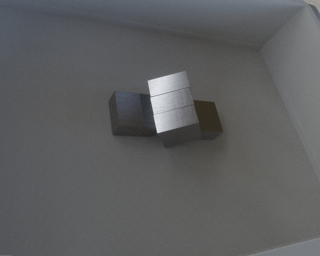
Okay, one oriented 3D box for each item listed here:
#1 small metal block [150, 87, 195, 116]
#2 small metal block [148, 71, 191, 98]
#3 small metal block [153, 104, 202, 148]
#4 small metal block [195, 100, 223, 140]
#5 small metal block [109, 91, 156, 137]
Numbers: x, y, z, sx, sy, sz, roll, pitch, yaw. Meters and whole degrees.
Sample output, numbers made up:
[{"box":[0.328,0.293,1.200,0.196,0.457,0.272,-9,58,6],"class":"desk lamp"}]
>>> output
[{"box":[0.019,-0.023,0.401,0.050,0.050,0.025,-15,64,5],"class":"small metal block"},{"box":[0.016,-0.046,0.412,0.050,0.050,0.025,-14,63,5],"class":"small metal block"},{"box":[0.024,-0.001,0.389,0.050,0.050,0.025,-15,64,5],"class":"small metal block"},{"box":[0.057,-0.012,0.444,0.050,0.025,0.050,3,60,-27],"class":"small metal block"},{"box":[-0.035,-0.018,0.397,0.050,0.025,0.050,4,60,-27],"class":"small metal block"}]
